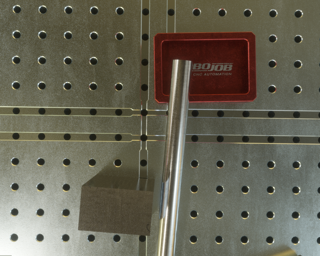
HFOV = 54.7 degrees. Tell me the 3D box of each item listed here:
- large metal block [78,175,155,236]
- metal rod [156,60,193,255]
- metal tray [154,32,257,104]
[{"bbox_3d":[-0.049,0.092,0.385,0.081,0.080,0.050,5,90,0],"label":"large metal block"},{"bbox_3d":[0.015,0.066,0.395,0.025,0.025,0.298,5,97,0],"label":"metal rod"},{"bbox_3d":[0.058,-0.078,0.411,0.131,0.030,0.089,-1,90,0],"label":"metal tray"}]
